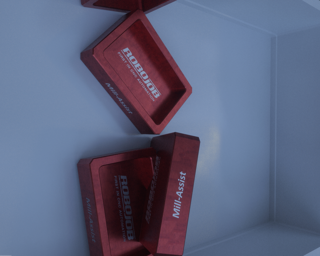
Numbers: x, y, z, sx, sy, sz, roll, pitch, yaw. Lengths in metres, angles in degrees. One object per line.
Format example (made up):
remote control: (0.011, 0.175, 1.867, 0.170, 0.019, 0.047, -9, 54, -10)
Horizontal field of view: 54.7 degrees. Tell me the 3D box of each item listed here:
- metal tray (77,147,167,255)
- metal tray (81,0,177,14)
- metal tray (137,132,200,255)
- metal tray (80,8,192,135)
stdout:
metal tray: (-0.039, 0.092, 0.357, 0.091, 0.030, 0.129, -8, 90, -41)
metal tray: (-0.015, -0.156, 0.325, 0.091, 0.130, 0.030, -9, 96, -40)
metal tray: (0.006, 0.074, 0.365, 0.030, 0.090, 0.129, 13, 80, -17)
metal tray: (-0.023, -0.066, 0.383, 0.090, 0.030, 0.130, -52, 121, -27)
